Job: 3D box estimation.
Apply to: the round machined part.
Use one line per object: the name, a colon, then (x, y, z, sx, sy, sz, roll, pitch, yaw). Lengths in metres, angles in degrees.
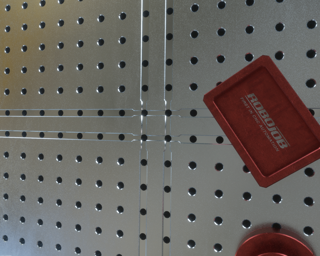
round machined part: (0.134, 0.170, 0.356, 0.098, 0.042, 0.097, 0, 90, 19)

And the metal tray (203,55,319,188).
metal tray: (0.124, -0.008, 0.366, 0.090, 0.030, 0.130, -35, 79, 16)
